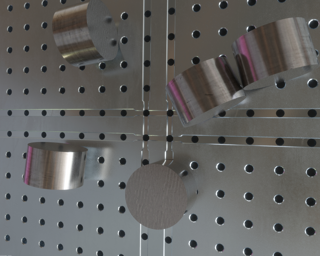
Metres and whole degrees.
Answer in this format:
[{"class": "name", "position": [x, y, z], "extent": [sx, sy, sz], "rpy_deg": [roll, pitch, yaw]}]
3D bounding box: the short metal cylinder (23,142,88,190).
[{"class": "short metal cylinder", "position": [-0.145, 0.051, 0.435], "extent": [0.080, 0.080, 0.050], "rpy_deg": [9, 93, 20]}]

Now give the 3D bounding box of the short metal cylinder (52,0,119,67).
[{"class": "short metal cylinder", "position": [-0.098, -0.127, 0.418], "extent": [0.050, 0.080, 0.080], "rpy_deg": [-7, 88, 20]}]

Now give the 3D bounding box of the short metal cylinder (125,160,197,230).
[{"class": "short metal cylinder", "position": [0.003, 0.083, 0.398], "extent": [0.080, 0.050, 0.079], "rpy_deg": [0, 90, 20]}]

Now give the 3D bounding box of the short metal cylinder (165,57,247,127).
[{"class": "short metal cylinder", "position": [0.053, -0.041, 0.364], "extent": [0.080, 0.080, 0.050], "rpy_deg": [-28, 81, 18]}]

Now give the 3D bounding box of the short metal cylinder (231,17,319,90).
[{"class": "short metal cylinder", "position": [0.125, -0.078, 0.339], "extent": [0.080, 0.080, 0.050], "rpy_deg": [-16, 85, 19]}]
